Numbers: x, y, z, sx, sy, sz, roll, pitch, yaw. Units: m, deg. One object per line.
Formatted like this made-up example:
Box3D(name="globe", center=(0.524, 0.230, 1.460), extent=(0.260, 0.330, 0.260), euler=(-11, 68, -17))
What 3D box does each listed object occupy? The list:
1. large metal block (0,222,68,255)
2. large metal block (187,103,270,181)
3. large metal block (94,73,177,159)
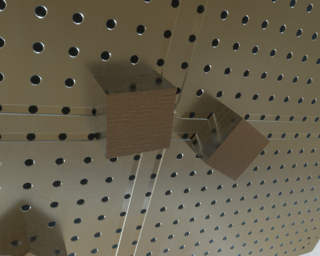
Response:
Box3D(name="large metal block", center=(-0.179, 0.185, 0.411), extent=(0.080, 0.050, 0.080), euler=(-38, 129, -3))
Box3D(name="large metal block", center=(0.103, 0.022, 0.464), extent=(0.080, 0.050, 0.080), euler=(32, 100, -38))
Box3D(name="large metal block", center=(-0.031, -0.016, 0.367), extent=(0.081, 0.050, 0.079), euler=(-9, 122, -24))
